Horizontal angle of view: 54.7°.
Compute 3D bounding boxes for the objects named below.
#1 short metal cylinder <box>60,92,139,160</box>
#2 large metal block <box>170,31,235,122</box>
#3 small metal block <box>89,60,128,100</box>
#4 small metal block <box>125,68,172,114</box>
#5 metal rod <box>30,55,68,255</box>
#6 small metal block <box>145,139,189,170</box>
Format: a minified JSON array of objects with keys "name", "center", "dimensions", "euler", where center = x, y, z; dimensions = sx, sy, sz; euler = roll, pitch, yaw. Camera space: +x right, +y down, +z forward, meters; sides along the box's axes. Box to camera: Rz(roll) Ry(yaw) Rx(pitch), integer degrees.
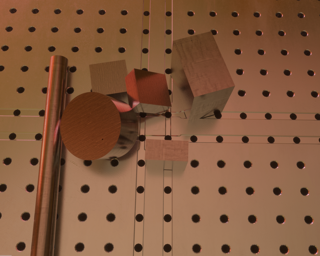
[{"name":"short metal cylinder","center":[-0.073,-0.001,0.383],"dimensions":[0.080,0.050,0.080],"euler":[-1,86,19]},{"name":"large metal block","center":[0.051,-0.064,0.407],"dimensions":[0.050,0.080,0.080],"euler":[-16,71,-6]},{"name":"small metal block","center":[-0.069,-0.065,0.435],"dimensions":[0.050,0.025,0.050],"euler":[-9,70,-4]},{"name":"small metal block","center":[-0.016,-0.048,0.417],"dimensions":[0.050,0.025,0.050],"euler":[4,66,-35]},{"name":"metal rod","center":[-0.139,0.043,0.394],"dimensions":[0.025,0.025,0.299],"euler":[-2,70,-1]},{"name":"small metal block","center":[0.008,0.034,0.386],"dimensions":[0.050,0.050,0.025],"euler":[3,70,0]}]
